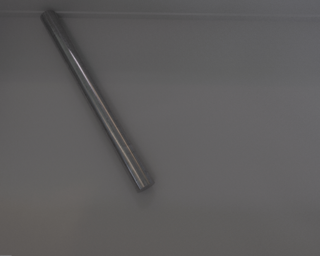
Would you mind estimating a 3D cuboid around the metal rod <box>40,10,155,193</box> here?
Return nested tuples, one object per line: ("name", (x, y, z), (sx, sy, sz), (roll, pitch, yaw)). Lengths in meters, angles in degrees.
("metal rod", (-0.093, -0.048, 0.426), (0.025, 0.025, 0.299), (-29, 73, -10))
